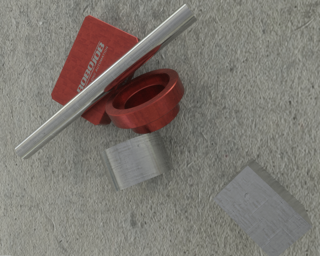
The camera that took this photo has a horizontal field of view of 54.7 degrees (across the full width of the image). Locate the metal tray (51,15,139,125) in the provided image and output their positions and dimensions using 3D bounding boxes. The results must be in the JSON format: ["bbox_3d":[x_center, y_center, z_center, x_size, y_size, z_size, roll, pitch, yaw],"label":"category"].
[{"bbox_3d":[-0.088,-0.080,0.436,0.090,0.030,0.129,30,99,17],"label":"metal tray"}]

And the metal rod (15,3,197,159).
[{"bbox_3d":[-0.080,-0.051,0.403,0.300,0.025,0.025,-36,79,16],"label":"metal rod"}]

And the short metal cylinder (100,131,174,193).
[{"bbox_3d":[-0.029,0.043,0.389,0.080,0.080,0.050,-24,82,18],"label":"short metal cylinder"}]

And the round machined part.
[{"bbox_3d":[-0.015,-0.030,0.385,0.098,0.098,0.042,-17,122,19],"label":"round machined part"}]

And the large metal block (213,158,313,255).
[{"bbox_3d":[0.112,0.082,0.340,0.080,0.080,0.050,45,104,14],"label":"large metal block"}]
